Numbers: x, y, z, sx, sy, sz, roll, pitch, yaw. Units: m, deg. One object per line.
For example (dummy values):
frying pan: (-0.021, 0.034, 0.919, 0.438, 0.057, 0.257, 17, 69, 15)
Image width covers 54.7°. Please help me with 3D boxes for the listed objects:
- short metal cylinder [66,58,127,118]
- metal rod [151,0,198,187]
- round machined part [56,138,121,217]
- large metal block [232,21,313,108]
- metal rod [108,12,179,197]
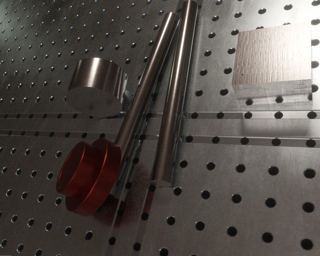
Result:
short metal cylinder: (-0.091, -0.057, 0.454, 0.080, 0.080, 0.050, -7, 59, 24)
metal rod: (0.025, -0.066, 0.434, 0.025, 0.025, 0.299, -4, 60, 26)
round machined part: (-0.093, 0.055, 0.384, 0.098, 0.042, 0.098, -41, 32, 33)
large metal block: (0.135, -0.072, 0.365, 0.080, 0.050, 0.080, -1, 61, 27)
metal rod: (-0.025, -0.048, 0.449, 0.025, 0.025, 0.300, 5, 64, 30)
